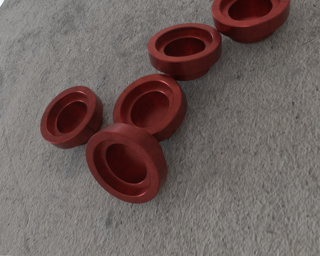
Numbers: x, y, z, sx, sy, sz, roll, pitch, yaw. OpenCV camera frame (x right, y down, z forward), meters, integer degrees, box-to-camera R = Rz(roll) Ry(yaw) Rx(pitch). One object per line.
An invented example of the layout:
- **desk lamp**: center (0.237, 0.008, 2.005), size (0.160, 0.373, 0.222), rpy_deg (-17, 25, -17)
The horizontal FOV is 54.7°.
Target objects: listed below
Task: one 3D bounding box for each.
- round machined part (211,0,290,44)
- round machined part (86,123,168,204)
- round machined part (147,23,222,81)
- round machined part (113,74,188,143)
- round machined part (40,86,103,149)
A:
- **round machined part**: center (0.122, -0.152, 0.417), size (0.098, 0.042, 0.098), rpy_deg (-10, 53, 14)
- **round machined part**: center (-0.035, 0.037, 0.365), size (0.098, 0.097, 0.042), rpy_deg (2, 28, 29)
- **round machined part**: center (0.035, -0.101, 0.424), size (0.098, 0.042, 0.098), rpy_deg (-6, 45, 6)
- **round machined part**: center (-0.009, -0.020, 0.410), size (0.098, 0.042, 0.098), rpy_deg (-13, 56, 21)
- **round machined part**: center (-0.127, -0.012, 0.467), size (0.098, 0.042, 0.098), rpy_deg (-13, 56, 21)
